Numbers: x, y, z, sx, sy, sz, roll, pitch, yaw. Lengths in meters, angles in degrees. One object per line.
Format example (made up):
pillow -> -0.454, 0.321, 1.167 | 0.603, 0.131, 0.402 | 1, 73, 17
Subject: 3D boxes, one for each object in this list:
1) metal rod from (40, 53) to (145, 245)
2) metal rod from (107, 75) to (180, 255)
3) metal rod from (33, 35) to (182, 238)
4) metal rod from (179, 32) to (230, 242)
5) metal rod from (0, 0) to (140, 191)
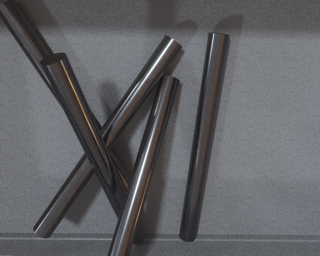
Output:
metal rod -> -0.068, 0.050, 0.379 | 0.025, 0.025, 0.298 | -12, 127, 4
metal rod -> -0.028, 0.080, 0.375 | 0.025, 0.025, 0.299 | 17, 84, -6
metal rod -> -0.070, 0.016, 0.392 | 0.025, 0.025, 0.299 | 34, 97, -12
metal rod -> 0.056, 0.026, 0.421 | 0.025, 0.025, 0.298 | 5, 110, -2
metal rod -> -0.107, -0.019, 0.403 | 0.025, 0.025, 0.299 | -27, 108, 9
